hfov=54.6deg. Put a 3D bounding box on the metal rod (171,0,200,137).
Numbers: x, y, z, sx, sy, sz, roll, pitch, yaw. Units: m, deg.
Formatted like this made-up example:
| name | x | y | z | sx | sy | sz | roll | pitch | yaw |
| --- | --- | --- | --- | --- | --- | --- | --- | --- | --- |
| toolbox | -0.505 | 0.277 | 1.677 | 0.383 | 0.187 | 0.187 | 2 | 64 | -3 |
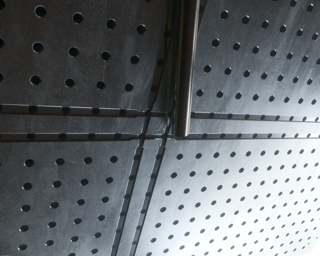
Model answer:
| name | x | y | z | sx | sy | sz | roll | pitch | yaw |
| --- | --- | --- | --- | --- | --- | --- | --- | --- | --- |
| metal rod | 0.031 | -0.122 | 0.352 | 0.025 | 0.025 | 0.298 | -12 | 124 | -22 |
